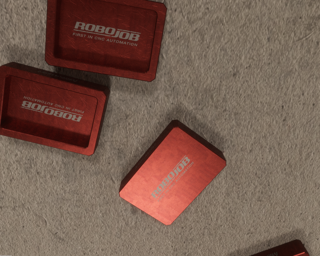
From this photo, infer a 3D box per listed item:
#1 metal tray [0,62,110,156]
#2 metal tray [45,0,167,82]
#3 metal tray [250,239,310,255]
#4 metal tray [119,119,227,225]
[{"bbox_3d":[-0.138,-0.023,0.396,0.131,0.030,0.089,14,109,-6],"label":"metal tray"},{"bbox_3d":[-0.063,-0.110,0.365,0.131,0.030,0.089,9,110,-4],"label":"metal tray"},{"bbox_3d":[0.181,0.243,0.499,0.130,0.030,0.090,-23,109,8],"label":"metal tray"},{"bbox_3d":[0.016,0.064,0.431,0.090,0.030,0.130,36,106,-13],"label":"metal tray"}]
